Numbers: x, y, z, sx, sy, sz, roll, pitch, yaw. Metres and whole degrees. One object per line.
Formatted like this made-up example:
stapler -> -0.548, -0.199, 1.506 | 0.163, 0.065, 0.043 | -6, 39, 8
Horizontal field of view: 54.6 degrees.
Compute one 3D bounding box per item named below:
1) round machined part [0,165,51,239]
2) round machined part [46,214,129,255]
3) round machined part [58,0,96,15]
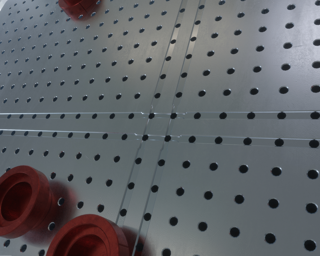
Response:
round machined part -> -0.194, 0.105, 0.436 | 0.098, 0.042, 0.098 | -13, 56, 21
round machined part -> -0.077, 0.150, 0.347 | 0.098, 0.042, 0.098 | -13, 56, 21
round machined part -> -0.184, -0.300, 0.680 | 0.098, 0.042, 0.098 | -13, 56, 21
